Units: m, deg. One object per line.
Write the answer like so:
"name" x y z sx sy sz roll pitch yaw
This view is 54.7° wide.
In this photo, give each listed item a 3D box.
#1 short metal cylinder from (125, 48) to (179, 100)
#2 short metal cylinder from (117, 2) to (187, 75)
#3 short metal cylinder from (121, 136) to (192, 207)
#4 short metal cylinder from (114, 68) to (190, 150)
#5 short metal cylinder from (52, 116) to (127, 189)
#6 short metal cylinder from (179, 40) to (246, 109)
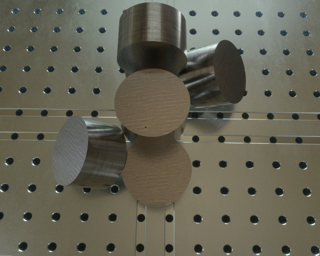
"short metal cylinder" -0.007 -0.074 0.425 0.081 0.050 0.080 0 71 0
"short metal cylinder" -0.009 -0.099 0.364 0.081 0.080 0.050 0 70 0
"short metal cylinder" -0.004 0.054 0.378 0.081 0.050 0.080 0 71 0
"short metal cylinder" -0.008 -0.020 0.352 0.081 0.050 0.080 0 70 0
"short metal cylinder" -0.084 0.030 0.365 0.050 0.080 0.080 16 63 -42
"short metal cylinder" 0.069 -0.067 0.400 0.050 0.080 0.080 -7 64 41
